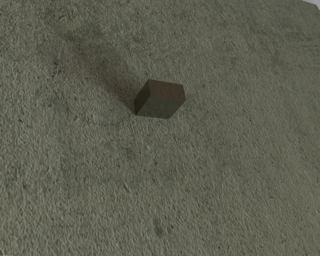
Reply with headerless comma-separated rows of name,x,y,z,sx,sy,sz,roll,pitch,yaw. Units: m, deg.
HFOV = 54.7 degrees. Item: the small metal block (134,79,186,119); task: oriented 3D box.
small metal block,-0.001,-0.037,0.412,0.050,0.050,0.025,5,60,-26
